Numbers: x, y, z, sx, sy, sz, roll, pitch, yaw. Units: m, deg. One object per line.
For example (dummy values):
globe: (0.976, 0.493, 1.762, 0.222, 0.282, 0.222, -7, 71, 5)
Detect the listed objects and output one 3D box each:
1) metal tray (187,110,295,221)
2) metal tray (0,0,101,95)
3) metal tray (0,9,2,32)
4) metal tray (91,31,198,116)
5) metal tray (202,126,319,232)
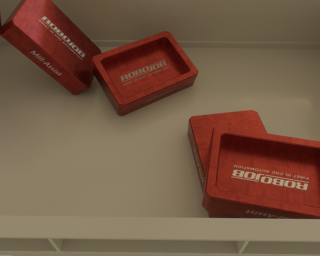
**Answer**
metal tray: (0.090, 0.039, 0.370, 0.091, 0.030, 0.130, -6, 50, -5)
metal tray: (-0.147, -0.120, 0.442, 0.030, 0.130, 0.090, -22, 43, 30)
metal tray: (-0.275, -0.148, 0.374, 0.130, 0.030, 0.090, 34, 48, 8)
metal tray: (-0.022, -0.083, 0.455, 0.131, 0.030, 0.090, -26, 71, -20)
metal tray: (0.115, 0.050, 0.320, 0.131, 0.030, 0.090, 9, 51, 7)
